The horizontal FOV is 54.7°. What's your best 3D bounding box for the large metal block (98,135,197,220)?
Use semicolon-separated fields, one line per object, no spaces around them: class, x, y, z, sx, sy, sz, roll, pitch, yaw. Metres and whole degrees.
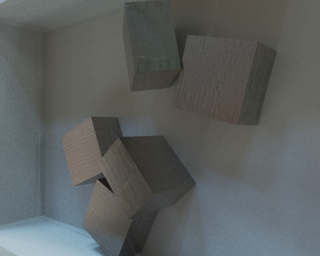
large metal block;-0.015;0.056;0.382;0.050;0.081;0.080;-50;61;28

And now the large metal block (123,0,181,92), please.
large metal block;-0.014;-0.095;0.374;0.080;0.050;0.080;137;125;-78

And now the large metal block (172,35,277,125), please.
large metal block;0.068;-0.052;0.333;0.080;0.050;0.079;19;102;38

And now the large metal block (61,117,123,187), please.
large metal block;-0.098;0.036;0.469;0.080;0.050;0.080;-28;73;36

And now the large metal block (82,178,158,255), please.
large metal block;-0.056;0.123;0.435;0.080;0.050;0.079;32;110;35
